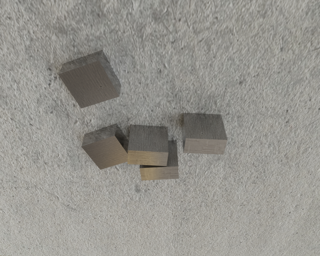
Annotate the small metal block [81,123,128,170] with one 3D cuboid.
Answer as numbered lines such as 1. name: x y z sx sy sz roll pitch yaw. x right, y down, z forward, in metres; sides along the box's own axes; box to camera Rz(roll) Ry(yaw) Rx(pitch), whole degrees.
1. small metal block: -0.072 0.027 0.429 0.050 0.025 0.050 -18 128 14

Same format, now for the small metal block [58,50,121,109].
1. small metal block: -0.079 -0.056 0.359 0.050 0.025 0.050 -16 129 13

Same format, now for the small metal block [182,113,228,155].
1. small metal block: 0.055 0.007 0.397 0.050 0.050 0.025 3 130 -3

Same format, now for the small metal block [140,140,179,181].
1. small metal block: -0.001 0.044 0.428 0.050 0.050 0.025 -3 130 2

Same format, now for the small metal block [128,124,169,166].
1. small metal block: -0.016 0.022 0.409 0.050 0.050 0.025 4 130 -3
